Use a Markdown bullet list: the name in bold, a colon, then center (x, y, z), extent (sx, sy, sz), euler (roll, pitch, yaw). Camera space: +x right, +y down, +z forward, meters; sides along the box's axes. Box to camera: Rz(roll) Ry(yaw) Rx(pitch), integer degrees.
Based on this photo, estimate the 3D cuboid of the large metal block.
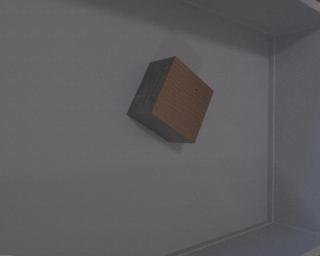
- **large metal block**: center (0.016, -0.034, 0.405), extent (0.080, 0.050, 0.080), euler (35, 69, -35)
